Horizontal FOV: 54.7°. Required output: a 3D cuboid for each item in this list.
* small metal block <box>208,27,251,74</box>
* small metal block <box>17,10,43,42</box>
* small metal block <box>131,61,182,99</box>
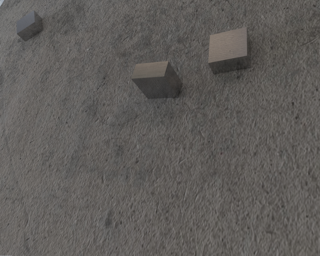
[{"bbox_3d":[0.094,-0.104,0.418,0.050,0.025,0.050,-6,59,25],"label":"small metal block"},{"bbox_3d":[-0.295,-0.231,0.701,0.050,0.025,0.050,-28,52,10],"label":"small metal block"},{"bbox_3d":[-0.003,-0.065,0.430,0.050,0.050,0.025,1,62,28],"label":"small metal block"}]
